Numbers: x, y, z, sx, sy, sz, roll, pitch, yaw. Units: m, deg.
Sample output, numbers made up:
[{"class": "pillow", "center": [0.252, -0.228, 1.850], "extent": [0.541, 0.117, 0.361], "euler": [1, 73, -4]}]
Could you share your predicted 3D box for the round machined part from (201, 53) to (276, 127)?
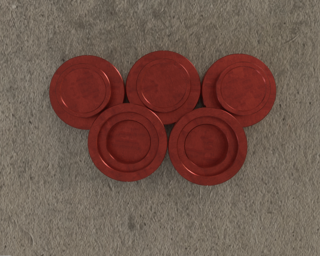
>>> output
[{"class": "round machined part", "center": [0.103, -0.049, 0.404], "extent": [0.099, 0.042, 0.097], "euler": [0, 90, -1]}]

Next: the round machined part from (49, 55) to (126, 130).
[{"class": "round machined part", "center": [-0.095, -0.046, 0.401], "extent": [0.099, 0.042, 0.097], "euler": [0, 90, -1]}]

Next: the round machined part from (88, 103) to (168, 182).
[{"class": "round machined part", "center": [-0.040, 0.018, 0.402], "extent": [0.099, 0.042, 0.097], "euler": [0, 90, -1]}]

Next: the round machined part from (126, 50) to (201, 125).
[{"class": "round machined part", "center": [0.004, -0.053, 0.403], "extent": [0.099, 0.042, 0.097], "euler": [0, 90, -1]}]

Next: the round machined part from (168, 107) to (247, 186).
[{"class": "round machined part", "center": [0.059, 0.023, 0.403], "extent": [0.099, 0.042, 0.097], "euler": [0, 90, -1]}]
